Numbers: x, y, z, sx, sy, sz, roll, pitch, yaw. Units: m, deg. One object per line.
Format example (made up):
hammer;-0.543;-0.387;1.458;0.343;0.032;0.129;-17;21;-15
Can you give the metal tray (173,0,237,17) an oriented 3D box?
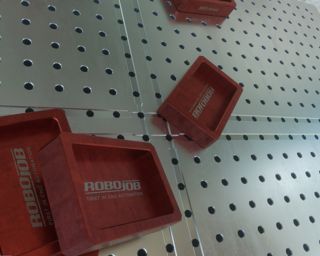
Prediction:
metal tray;0.080;-0.270;0.614;0.131;0.030;0.090;-7;65;-32

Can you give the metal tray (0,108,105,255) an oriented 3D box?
metal tray;-0.114;0.050;0.274;0.091;0.030;0.130;-12;68;-34

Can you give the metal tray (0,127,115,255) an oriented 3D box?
metal tray;-0.096;0.070;0.311;0.091;0.030;0.130;22;53;-16

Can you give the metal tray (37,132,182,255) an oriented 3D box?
metal tray;-0.038;0.055;0.283;0.131;0.030;0.090;12;50;-56

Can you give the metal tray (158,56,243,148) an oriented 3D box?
metal tray;0.065;-0.043;0.468;0.090;0.030;0.130;38;51;-3
